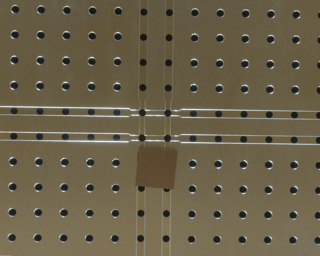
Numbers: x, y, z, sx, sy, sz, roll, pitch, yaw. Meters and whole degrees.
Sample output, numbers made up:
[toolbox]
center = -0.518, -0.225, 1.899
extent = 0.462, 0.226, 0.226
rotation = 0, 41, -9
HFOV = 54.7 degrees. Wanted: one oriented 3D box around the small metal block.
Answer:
[small metal block]
center = -0.005, 0.053, 0.413
extent = 0.050, 0.025, 0.050
rotation = 6, 90, -1
